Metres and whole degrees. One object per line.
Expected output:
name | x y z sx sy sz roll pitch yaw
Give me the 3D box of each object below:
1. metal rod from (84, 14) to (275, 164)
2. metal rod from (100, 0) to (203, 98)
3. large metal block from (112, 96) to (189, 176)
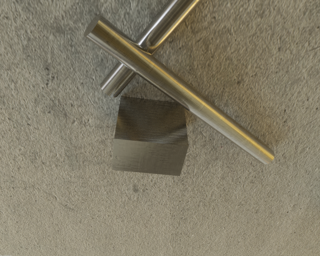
metal rod | 0.046 -0.027 0.364 0.301 0.025 0.025 32 123 -33
metal rod | 0.035 -0.134 0.293 0.025 0.025 0.299 32 123 -25
large metal block | -0.013 0.008 0.378 0.081 0.080 0.050 6 130 -6
